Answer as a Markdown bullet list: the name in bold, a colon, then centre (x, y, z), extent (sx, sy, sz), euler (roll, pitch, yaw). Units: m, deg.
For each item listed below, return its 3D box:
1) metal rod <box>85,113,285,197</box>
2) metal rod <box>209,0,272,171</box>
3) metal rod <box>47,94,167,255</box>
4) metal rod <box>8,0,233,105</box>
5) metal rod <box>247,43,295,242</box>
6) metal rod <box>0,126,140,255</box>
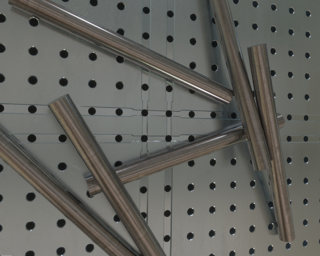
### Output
- **metal rod**: centre (0.047, 0.031, 0.429), extent (0.302, 0.025, 0.025), euler (-17, 96, -19)
- **metal rod**: centre (0.106, -0.088, 0.434), extent (0.025, 0.025, 0.299), euler (-14, 89, -19)
- **metal rod**: centre (-0.042, 0.096, 0.374), extent (0.025, 0.025, 0.299), euler (-33, 109, -17)
- **metal rod**: centre (-0.034, -0.098, 0.399), extent (0.302, 0.025, 0.025), euler (22, 83, -19)
- **metal rod**: centre (0.164, 0.030, 0.449), extent (0.025, 0.025, 0.298), euler (-19, 105, -19)
- **metal rod**: centre (-0.119, 0.081, 0.368), extent (0.025, 0.025, 0.300), euler (-46, 104, -14)
